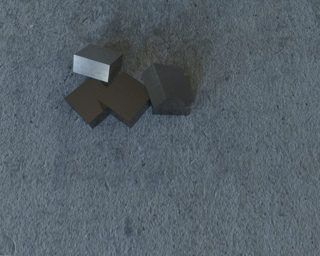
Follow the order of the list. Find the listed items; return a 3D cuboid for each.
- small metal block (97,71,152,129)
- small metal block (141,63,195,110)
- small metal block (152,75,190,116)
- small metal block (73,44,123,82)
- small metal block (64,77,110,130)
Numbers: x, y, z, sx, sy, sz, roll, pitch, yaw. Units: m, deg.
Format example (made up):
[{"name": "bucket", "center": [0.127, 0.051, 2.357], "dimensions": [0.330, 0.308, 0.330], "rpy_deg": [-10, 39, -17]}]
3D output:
[{"name": "small metal block", "center": [-0.042, -0.036, 0.394], "dimensions": [0.050, 0.025, 0.050], "rpy_deg": [36, 74, 12]}, {"name": "small metal block", "center": [0.011, -0.051, 0.388], "dimensions": [0.050, 0.025, 0.050], "rpy_deg": [-1, 64, -44]}, {"name": "small metal block", "center": [0.015, -0.045, 0.426], "dimensions": [0.050, 0.025, 0.050], "rpy_deg": [2, 70, 0]}, {"name": "small metal block", "center": [-0.085, -0.091, 0.429], "dimensions": [0.050, 0.025, 0.050], "rpy_deg": [18, 34, 6]}, {"name": "small metal block", "center": [-0.091, -0.035, 0.421], "dimensions": [0.050, 0.025, 0.050], "rpy_deg": [-43, 76, -14]}]
